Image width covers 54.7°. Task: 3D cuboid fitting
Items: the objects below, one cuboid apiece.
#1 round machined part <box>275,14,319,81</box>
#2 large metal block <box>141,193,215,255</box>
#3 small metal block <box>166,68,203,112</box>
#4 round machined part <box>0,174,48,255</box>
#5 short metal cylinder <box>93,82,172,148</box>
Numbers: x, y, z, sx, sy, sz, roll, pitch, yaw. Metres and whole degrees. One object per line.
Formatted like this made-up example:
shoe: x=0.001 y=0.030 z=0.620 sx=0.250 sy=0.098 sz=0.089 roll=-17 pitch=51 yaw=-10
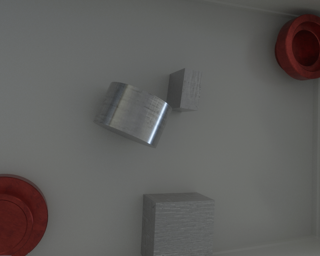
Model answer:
round machined part: x=0.221 y=-0.123 z=0.485 sx=0.099 sy=0.042 sz=0.097 roll=0 pitch=90 yaw=-20
large metal block: x=0.022 y=0.131 z=0.407 sx=0.081 sy=0.050 sz=0.079 roll=3 pitch=89 yaw=-20
small metal block: x=0.031 y=-0.048 z=0.410 sx=0.025 sy=0.050 sz=0.050 roll=8 pitch=87 yaw=-20
round machined part: x=-0.174 y=0.102 z=0.337 sx=0.099 sy=0.042 sz=0.097 roll=0 pitch=90 yaw=-21
short metal cylinder: x=-0.032 y=-0.014 z=0.370 sx=0.080 sy=0.080 sz=0.050 roll=25 pitch=82 yaw=-19
